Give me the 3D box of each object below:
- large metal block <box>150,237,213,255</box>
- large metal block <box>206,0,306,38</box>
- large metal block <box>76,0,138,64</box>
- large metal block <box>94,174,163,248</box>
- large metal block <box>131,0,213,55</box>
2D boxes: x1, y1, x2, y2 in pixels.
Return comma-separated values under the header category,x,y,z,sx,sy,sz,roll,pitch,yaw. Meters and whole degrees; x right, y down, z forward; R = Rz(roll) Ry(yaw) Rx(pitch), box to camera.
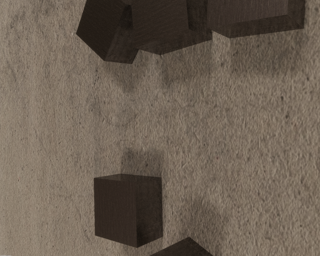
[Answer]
category,x,y,z,sx,sy,sz,roll,pitch,yaw
large metal block,0.016,0.183,0.354,0.050,0.081,0.079,30,108,36
large metal block,0.096,-0.140,0.308,0.080,0.050,0.079,4,93,39
large metal block,-0.066,-0.147,0.436,0.080,0.050,0.079,45,122,30
large metal block,-0.044,0.108,0.423,0.080,0.050,0.079,-2,89,39
large metal block,0.013,-0.141,0.377,0.080,0.050,0.080,-7,86,39
